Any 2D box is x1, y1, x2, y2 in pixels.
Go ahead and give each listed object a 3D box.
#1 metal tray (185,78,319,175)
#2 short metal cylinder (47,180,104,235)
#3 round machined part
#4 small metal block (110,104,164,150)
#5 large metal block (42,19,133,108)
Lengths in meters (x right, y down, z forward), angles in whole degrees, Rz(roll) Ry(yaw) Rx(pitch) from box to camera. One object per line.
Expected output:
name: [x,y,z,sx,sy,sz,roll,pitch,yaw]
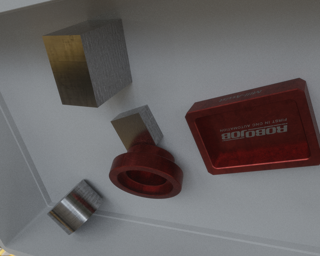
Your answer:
metal tray: [0.104,0.004,0.352,0.130,0.030,0.090,-12,113,32]
short metal cylinder: [-0.144,0.134,0.530,0.050,0.080,0.080,47,129,-5]
round machined part: [-0.017,0.058,0.424,0.099,0.042,0.098,8,146,6]
small metal block: [-0.031,0.001,0.424,0.050,0.025,0.050,-15,111,34]
large metal block: [-0.080,-0.079,0.365,0.050,0.080,0.079,6,121,25]
